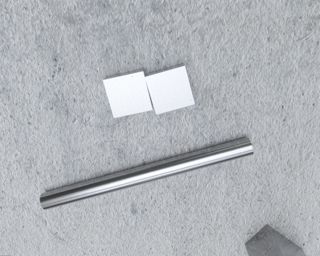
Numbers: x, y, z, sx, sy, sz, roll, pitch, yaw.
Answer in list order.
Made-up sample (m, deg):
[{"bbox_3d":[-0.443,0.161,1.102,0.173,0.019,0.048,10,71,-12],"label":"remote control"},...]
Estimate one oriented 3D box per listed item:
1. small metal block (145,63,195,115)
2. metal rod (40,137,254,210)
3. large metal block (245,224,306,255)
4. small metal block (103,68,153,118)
[{"bbox_3d":[0.012,-0.050,0.392,0.050,0.025,0.050,-15,110,5],"label":"small metal block"},{"bbox_3d":[-0.022,0.065,0.433,0.301,0.025,0.025,-16,110,5],"label":"metal rod"},{"bbox_3d":[0.182,0.204,0.458,0.080,0.080,0.050,36,106,-13],"label":"large metal block"},{"bbox_3d":[-0.039,-0.045,0.393,0.050,0.025,0.050,-12,110,4],"label":"small metal block"}]
